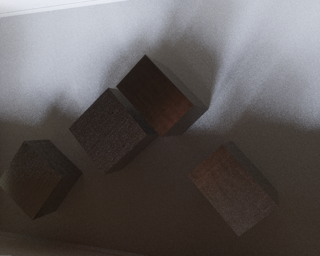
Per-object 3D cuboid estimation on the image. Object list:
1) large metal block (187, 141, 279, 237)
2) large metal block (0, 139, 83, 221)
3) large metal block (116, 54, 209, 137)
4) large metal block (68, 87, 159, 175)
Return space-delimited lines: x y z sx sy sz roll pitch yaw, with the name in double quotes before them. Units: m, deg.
"large metal block" 0.085 0.063 0.351 0.050 0.080 0.080 -44 77 15
"large metal block" -0.177 0.074 0.460 0.080 0.050 0.080 40 103 15
"large metal block" 0.006 -0.036 0.379 0.050 0.080 0.080 -45 76 14
"large metal block" -0.060 0.004 0.419 0.080 0.050 0.080 -43 77 15
